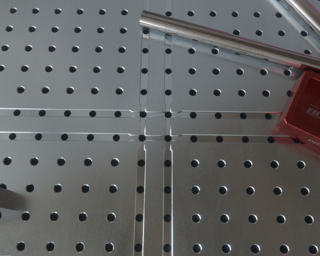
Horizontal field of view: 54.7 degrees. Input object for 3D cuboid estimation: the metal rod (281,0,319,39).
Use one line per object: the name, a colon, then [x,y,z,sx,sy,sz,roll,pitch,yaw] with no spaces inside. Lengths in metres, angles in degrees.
metal rod: [0.243,-0.157,0.471,0.025,0.025,0.299,-32,73,-11]

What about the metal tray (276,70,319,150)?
metal tray: [0.237,-0.011,0.415,0.130,0.030,0.090,27,72,9]

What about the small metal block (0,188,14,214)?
small metal block: [-0.209,0.089,0.363,0.050,0.050,0.025,-15,71,-6]

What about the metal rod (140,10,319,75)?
metal rod: [0.117,-0.123,0.458,0.301,0.025,0.025,17,71,5]
